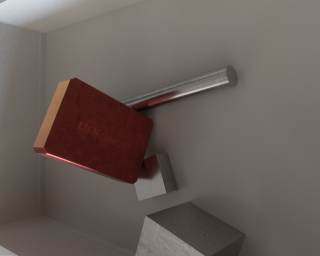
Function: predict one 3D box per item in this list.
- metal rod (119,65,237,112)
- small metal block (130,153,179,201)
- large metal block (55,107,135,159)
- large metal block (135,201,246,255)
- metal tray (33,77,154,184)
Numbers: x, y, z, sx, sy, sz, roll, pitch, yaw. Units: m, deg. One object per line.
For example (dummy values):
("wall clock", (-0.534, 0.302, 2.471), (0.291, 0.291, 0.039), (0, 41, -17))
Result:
("metal rod", (-0.035, -0.032, 0.433), (0.300, 0.025, 0.025), (-12, 82, 39))
("small metal block", (-0.009, 0.065, 0.412), (0.050, 0.025, 0.050), (-25, 75, 37))
("large metal block", (-0.090, 0.012, 0.423), (0.080, 0.080, 0.050), (-5, 64, 54))
("large metal block", (0.034, 0.129, 0.342), (0.080, 0.081, 0.050), (23, 105, 37))
("metal tray", (-0.073, 0.008, 0.379), (0.030, 0.131, 0.090), (-2, 66, 47))
